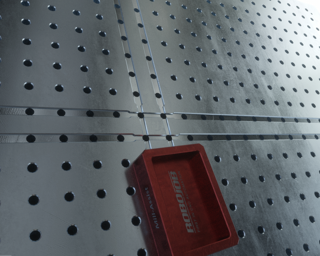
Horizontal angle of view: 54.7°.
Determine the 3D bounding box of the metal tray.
[{"bbox_3d":[0.030,0.086,0.369,0.091,0.030,0.130,-5,64,-31],"label":"metal tray"}]
